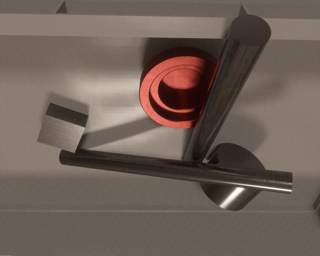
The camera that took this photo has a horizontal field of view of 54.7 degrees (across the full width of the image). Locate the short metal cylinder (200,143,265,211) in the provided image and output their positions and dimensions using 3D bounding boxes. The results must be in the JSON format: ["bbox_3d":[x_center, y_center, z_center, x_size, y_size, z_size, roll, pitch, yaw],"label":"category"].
[{"bbox_3d":[0.102,0.067,0.432,0.081,0.080,0.050,19,127,-16],"label":"short metal cylinder"}]

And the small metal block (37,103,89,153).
[{"bbox_3d":[-0.128,0.001,0.408,0.050,0.025,0.050,20,127,-17],"label":"small metal block"}]

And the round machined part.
[{"bbox_3d":[0.026,-0.049,0.356,0.099,0.042,0.097,-1,130,0],"label":"round machined part"}]

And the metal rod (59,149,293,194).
[{"bbox_3d":[0.007,0.052,0.399,0.301,0.025,0.025,5,132,17],"label":"metal rod"}]

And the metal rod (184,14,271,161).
[{"bbox_3d":[0.050,0.000,0.327,0.025,0.025,0.299,2,156,-2],"label":"metal rod"}]
